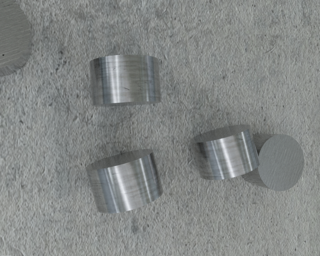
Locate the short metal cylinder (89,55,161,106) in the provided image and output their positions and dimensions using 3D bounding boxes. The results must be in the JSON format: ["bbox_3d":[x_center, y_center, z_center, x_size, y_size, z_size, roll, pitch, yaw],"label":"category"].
[{"bbox_3d":[-0.040,-0.053,0.365,0.081,0.080,0.050,-4,92,-20],"label":"short metal cylinder"}]

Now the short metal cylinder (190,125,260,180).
[{"bbox_3d":[0.086,0.031,0.411,0.081,0.080,0.050,-18,96,-19],"label":"short metal cylinder"}]

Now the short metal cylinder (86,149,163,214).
[{"bbox_3d":[-0.041,0.060,0.365,0.081,0.080,0.050,-16,96,-19],"label":"short metal cylinder"}]

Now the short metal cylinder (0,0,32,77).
[{"bbox_3d":[-0.181,-0.098,0.329,0.081,0.050,0.080,0,90,-20],"label":"short metal cylinder"}]

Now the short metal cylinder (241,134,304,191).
[{"bbox_3d":[0.161,0.048,0.455,0.081,0.050,0.080,0,90,-20],"label":"short metal cylinder"}]
